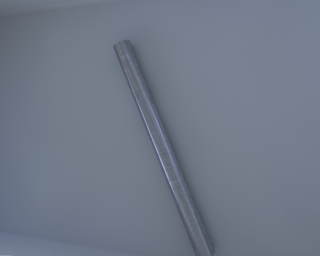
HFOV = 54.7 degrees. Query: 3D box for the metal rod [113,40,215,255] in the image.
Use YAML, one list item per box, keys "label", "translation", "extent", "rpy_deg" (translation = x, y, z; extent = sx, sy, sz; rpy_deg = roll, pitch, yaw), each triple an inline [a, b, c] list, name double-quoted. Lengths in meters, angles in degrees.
- label: "metal rod"
  translation: [0.002, 0.022, 0.408]
  extent: [0.025, 0.025, 0.299]
  rpy_deg: [-24, 82, 18]
